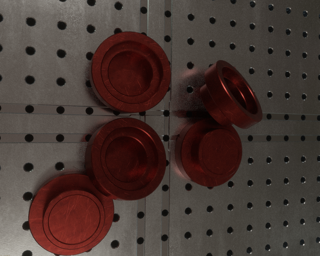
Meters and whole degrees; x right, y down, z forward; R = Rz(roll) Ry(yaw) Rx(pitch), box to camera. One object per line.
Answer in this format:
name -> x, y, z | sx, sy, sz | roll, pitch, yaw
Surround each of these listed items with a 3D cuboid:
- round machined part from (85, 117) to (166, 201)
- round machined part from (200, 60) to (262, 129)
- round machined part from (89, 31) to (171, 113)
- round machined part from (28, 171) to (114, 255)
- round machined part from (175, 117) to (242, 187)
round machined part -> -0.045, 0.039, 0.378 | 0.099, 0.042, 0.098 | 10, 72, -31
round machined part -> 0.092, -0.040, 0.421 | 0.098, 0.042, 0.098 | 33, 38, -30
round machined part -> -0.040, -0.067, 0.390 | 0.099, 0.042, 0.097 | 0, 90, -21
round machined part -> -0.103, 0.103, 0.366 | 0.099, 0.042, 0.097 | 0, 90, -21
round machined part -> 0.074, 0.034, 0.433 | 0.099, 0.042, 0.097 | 0, 90, -21
